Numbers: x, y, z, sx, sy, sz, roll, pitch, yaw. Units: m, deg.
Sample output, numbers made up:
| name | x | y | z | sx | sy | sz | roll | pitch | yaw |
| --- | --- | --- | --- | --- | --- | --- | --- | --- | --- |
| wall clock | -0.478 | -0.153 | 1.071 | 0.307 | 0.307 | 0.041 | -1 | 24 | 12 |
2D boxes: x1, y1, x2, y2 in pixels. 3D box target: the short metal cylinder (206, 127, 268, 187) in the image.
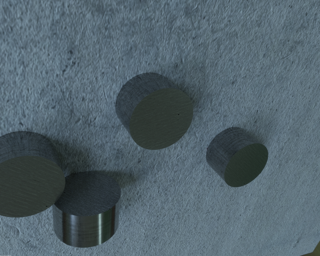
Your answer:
| name | x | y | z | sx | sy | sz | roll | pitch | yaw |
| --- | --- | --- | --- | --- | --- | --- | --- | --- | --- |
| short metal cylinder | 0.120 | 0.045 | 0.484 | 0.081 | 0.050 | 0.079 | -14 | 124 | -21 |

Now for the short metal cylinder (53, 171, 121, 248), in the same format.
| name | x | y | z | sx | sy | sz | roll | pitch | yaw |
| --- | --- | --- | --- | --- | --- | --- | --- | --- | --- |
| short metal cylinder | -0.090 | 0.098 | 0.382 | 0.081 | 0.080 | 0.050 | -7 | 122 | -25 |

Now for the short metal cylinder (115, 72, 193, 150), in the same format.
| name | x | y | z | sx | sy | sz | roll | pitch | yaw |
| --- | --- | --- | --- | --- | --- | --- | --- | --- | --- |
| short metal cylinder | -0.007 | -0.021 | 0.374 | 0.081 | 0.050 | 0.079 | -14 | 124 | -21 |

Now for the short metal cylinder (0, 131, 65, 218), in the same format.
| name | x | y | z | sx | sy | sz | roll | pitch | yaw |
| --- | --- | --- | --- | --- | --- | --- | --- | --- | --- |
| short metal cylinder | -0.150 | 0.050 | 0.340 | 0.081 | 0.050 | 0.079 | -14 | 124 | -21 |
